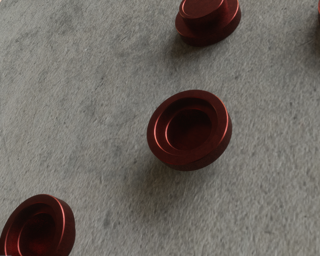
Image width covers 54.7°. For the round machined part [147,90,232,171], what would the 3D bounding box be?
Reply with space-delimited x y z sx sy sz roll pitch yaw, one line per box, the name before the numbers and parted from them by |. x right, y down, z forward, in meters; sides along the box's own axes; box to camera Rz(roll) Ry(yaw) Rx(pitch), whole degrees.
round machined part | 0.037 0.006 0.369 0.098 0.042 0.098 -13 56 20

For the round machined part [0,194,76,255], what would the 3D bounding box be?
round machined part | -0.145 0.135 0.384 0.098 0.042 0.098 -13 56 20

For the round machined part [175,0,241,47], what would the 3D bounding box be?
round machined part | 0.068 -0.173 0.463 0.098 0.042 0.098 -13 56 20
